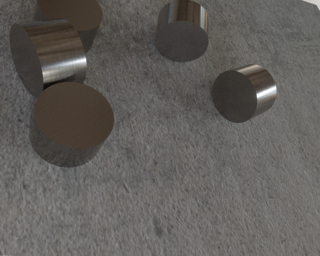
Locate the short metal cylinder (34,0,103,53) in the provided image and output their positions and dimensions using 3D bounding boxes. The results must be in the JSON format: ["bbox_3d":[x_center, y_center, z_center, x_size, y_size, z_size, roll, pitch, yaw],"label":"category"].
[{"bbox_3d":[-0.122,-0.142,0.409,0.081,0.050,0.080,14,56,-21],"label":"short metal cylinder"}]

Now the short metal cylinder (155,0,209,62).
[{"bbox_3d":[0.035,-0.149,0.480,0.081,0.080,0.050,18,55,-18],"label":"short metal cylinder"}]

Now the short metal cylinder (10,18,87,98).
[{"bbox_3d":[-0.127,-0.080,0.350,0.050,0.080,0.080,-24,75,-37],"label":"short metal cylinder"}]

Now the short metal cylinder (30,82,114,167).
[{"bbox_3d":[-0.097,-0.003,0.339,0.081,0.050,0.080,14,56,-21],"label":"short metal cylinder"}]

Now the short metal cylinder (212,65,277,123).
[{"bbox_3d":[0.127,-0.053,0.472,0.050,0.080,0.080,-22,74,-36],"label":"short metal cylinder"}]
